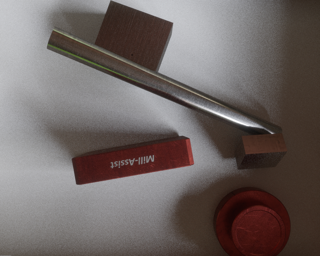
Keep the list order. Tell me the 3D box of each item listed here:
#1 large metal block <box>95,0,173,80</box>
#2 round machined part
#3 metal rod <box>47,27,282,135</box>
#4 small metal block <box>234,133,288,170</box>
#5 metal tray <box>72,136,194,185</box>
[{"bbox_3d":[-0.035,-0.103,0.398,0.080,0.050,0.080,20,90,-1],"label":"large metal block"},{"bbox_3d":[0.122,0.130,0.405,0.099,0.042,0.097,0,90,-1],"label":"round machined part"},{"bbox_3d":[0.020,-0.043,0.370,0.302,0.025,0.025,21,90,-17],"label":"metal rod"},{"bbox_3d":[0.127,0.031,0.398,0.050,0.050,0.025,-4,61,-1],"label":"small metal block"},{"bbox_3d":[-0.030,0.036,0.378,0.131,0.090,0.030,-10,90,-1],"label":"metal tray"}]
